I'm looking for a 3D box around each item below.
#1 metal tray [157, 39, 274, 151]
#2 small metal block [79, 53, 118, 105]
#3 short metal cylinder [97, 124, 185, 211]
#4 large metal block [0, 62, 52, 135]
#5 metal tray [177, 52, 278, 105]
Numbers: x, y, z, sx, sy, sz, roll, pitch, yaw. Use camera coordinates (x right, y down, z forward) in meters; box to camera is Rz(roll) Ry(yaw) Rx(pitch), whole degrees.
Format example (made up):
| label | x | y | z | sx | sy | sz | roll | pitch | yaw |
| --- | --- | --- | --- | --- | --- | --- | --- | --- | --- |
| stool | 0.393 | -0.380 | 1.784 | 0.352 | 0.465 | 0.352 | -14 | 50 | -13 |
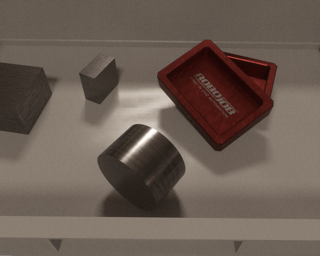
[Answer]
| label | x | y | z | sx | sy | sz | roll | pitch | yaw |
| --- | --- | --- | --- | --- | --- | --- | --- | --- | --- |
| metal tray | 0.070 | -0.046 | 0.408 | 0.090 | 0.030 | 0.130 | -36 | 69 | -7 |
| small metal block | -0.087 | -0.071 | 0.447 | 0.025 | 0.050 | 0.050 | 21 | 53 | 17 |
| short metal cylinder | -0.020 | 0.042 | 0.334 | 0.080 | 0.080 | 0.050 | 30 | 56 | 22 |
| large metal block | -0.207 | -0.042 | 0.422 | 0.080 | 0.050 | 0.080 | 8 | 50 | 6 |
| metal tray | 0.100 | -0.073 | 0.464 | 0.130 | 0.030 | 0.090 | 16 | 52 | 13 |
